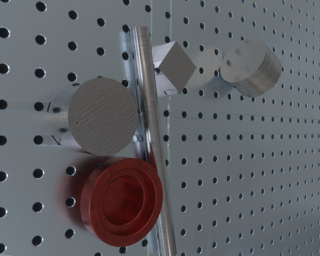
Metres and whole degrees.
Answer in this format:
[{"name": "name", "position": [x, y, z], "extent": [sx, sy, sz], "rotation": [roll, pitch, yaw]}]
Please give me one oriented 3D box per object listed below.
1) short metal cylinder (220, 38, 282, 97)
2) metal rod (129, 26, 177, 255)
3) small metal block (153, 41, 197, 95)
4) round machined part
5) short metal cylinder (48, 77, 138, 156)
[{"name": "short metal cylinder", "position": [0.144, -0.096, 0.495], "extent": [0.050, 0.080, 0.080], "rotation": [30, 71, -36]}, {"name": "metal rod", "position": [-0.008, 0.023, 0.402], "extent": [0.025, 0.025, 0.298], "rotation": [-12, 98, -39]}, {"name": "small metal block", "position": [0.017, -0.081, 0.423], "extent": [0.050, 0.025, 0.050], "rotation": [46, 63, -31]}, {"name": "round machined part", "position": [-0.047, 0.082, 0.359], "extent": [0.099, 0.042, 0.097], "rotation": [0, 90, -40]}, {"name": "short metal cylinder", "position": [-0.071, -0.012, 0.334], "extent": [0.081, 0.050, 0.079], "rotation": [0, 90, -40]}]
